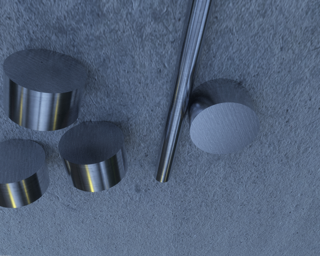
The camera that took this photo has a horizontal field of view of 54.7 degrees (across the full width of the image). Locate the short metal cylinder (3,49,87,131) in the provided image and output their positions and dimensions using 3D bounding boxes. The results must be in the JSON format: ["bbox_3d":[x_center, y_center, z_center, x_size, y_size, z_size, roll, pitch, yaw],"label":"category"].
[{"bbox_3d":[-0.124,-0.042,0.334,0.081,0.080,0.050,14,129,-12],"label":"short metal cylinder"}]

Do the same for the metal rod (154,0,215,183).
[{"bbox_3d":[0.024,-0.040,0.373,0.025,0.025,0.298,6,130,-5],"label":"metal rod"}]

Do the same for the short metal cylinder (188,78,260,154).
[{"bbox_3d":[0.075,-0.014,0.380,0.081,0.050,0.079,0,130,0],"label":"short metal cylinder"}]

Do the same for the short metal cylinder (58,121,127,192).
[{"bbox_3d":[-0.084,0.035,0.400,0.081,0.080,0.050,-1,130,1],"label":"short metal cylinder"}]

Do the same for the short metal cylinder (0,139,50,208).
[{"bbox_3d":[-0.195,0.060,0.420,0.081,0.080,0.050,5,130,-4],"label":"short metal cylinder"}]
